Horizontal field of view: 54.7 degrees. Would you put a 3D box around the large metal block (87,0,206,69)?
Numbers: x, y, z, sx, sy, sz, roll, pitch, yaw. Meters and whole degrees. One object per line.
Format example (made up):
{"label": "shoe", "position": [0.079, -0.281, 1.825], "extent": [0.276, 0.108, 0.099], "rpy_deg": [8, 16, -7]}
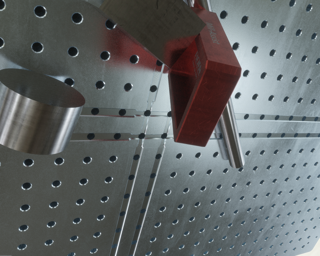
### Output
{"label": "large metal block", "position": [-0.016, -0.109, 0.292], "extent": [0.080, 0.080, 0.050], "rpy_deg": [35, 99, -30]}

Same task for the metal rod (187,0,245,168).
{"label": "metal rod", "position": [0.082, -0.050, 0.424], "extent": [0.025, 0.025, 0.299], "rpy_deg": [-30, 129, -9]}

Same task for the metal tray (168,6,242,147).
{"label": "metal tray", "position": [0.037, -0.056, 0.316], "extent": [0.030, 0.130, 0.089], "rpy_deg": [11, 129, -11]}

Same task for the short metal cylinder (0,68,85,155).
{"label": "short metal cylinder", "position": [-0.120, -0.017, 0.299], "extent": [0.081, 0.080, 0.050], "rpy_deg": [14, 111, -34]}
